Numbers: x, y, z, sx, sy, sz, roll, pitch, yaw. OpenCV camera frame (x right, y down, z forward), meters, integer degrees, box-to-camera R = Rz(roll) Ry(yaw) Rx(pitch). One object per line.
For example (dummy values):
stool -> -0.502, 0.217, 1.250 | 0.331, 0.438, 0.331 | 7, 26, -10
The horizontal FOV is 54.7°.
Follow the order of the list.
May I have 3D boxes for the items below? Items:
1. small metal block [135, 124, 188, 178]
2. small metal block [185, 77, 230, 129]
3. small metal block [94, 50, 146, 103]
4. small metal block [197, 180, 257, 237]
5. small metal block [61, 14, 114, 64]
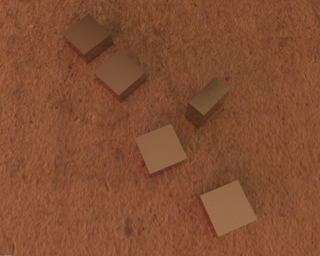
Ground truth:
small metal block -> 0.001, 0.029, 0.397 | 0.050, 0.025, 0.050 | -22, 72, -8
small metal block -> 0.061, -0.032, 0.407 | 0.025, 0.050, 0.050 | 42, 75, 13
small metal block -> -0.055, -0.072, 0.434 | 0.050, 0.025, 0.050 | 43, 75, 14
small metal block -> 0.080, 0.097, 0.374 | 0.050, 0.025, 0.050 | -21, 72, -8
small metal block -> -0.105, -0.131, 0.455 | 0.050, 0.025, 0.050 | -42, 76, -14
